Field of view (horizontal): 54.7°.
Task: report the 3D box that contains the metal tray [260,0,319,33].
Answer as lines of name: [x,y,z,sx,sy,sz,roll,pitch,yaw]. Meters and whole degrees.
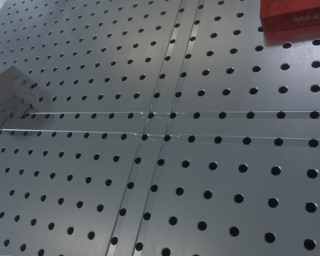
metal tray: [0.203,-0.179,0.408,0.130,0.030,0.090,-2,60,27]

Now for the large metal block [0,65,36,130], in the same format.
large metal block: [-0.284,-0.057,0.577,0.080,0.050,0.080,-30,52,9]
